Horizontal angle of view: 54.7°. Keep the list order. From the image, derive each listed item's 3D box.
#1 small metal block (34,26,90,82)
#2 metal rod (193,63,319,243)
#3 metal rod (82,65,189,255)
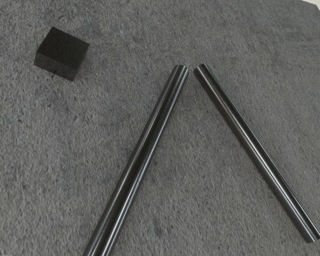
[{"bbox_3d":[-0.124,-0.094,0.395,0.050,0.025,0.050,24,53,-14],"label":"small metal block"},{"bbox_3d":[0.139,0.028,0.463,0.025,0.025,0.299,-21,73,-36],"label":"metal rod"},{"bbox_3d":[-0.016,0.021,0.383,0.025,0.025,0.301,31,51,-9],"label":"metal rod"}]
